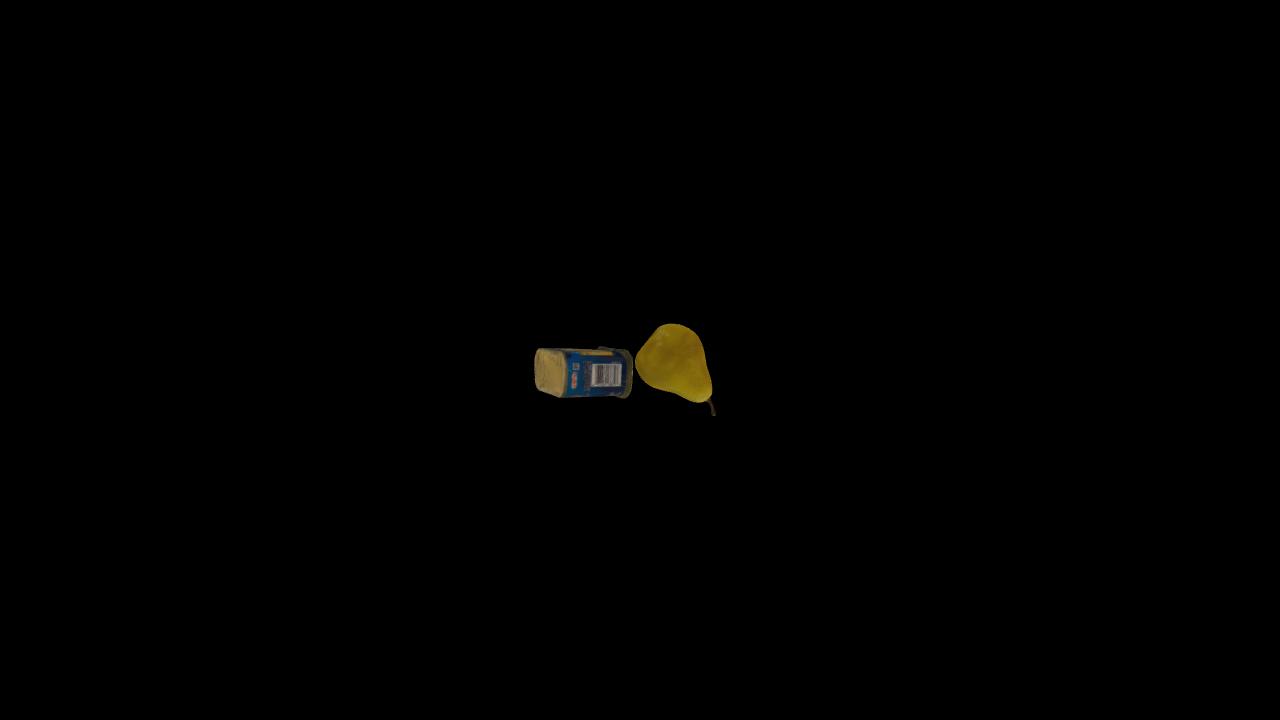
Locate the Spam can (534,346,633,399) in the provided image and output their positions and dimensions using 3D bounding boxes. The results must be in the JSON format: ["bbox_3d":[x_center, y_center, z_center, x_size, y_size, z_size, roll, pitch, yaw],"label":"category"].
[{"bbox_3d":[-0.069,0.014,0.729,0.085,0.058,0.101,1,4,-30],"label":"Spam can"}]

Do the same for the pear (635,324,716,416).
[{"bbox_3d":[0.052,0.012,0.686,0.111,0.080,0.080,39,-1,-2],"label":"pear"}]
